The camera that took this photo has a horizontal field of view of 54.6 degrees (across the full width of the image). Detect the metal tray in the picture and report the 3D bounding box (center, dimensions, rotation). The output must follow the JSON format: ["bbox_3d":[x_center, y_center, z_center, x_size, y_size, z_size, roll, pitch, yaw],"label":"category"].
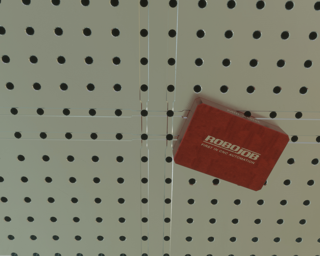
[{"bbox_3d":[0.093,0.024,0.420,0.131,0.030,0.089,20,109,-7],"label":"metal tray"}]
